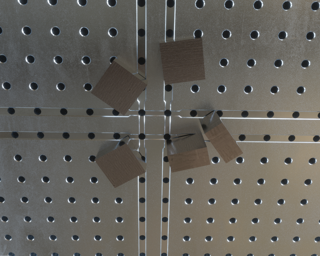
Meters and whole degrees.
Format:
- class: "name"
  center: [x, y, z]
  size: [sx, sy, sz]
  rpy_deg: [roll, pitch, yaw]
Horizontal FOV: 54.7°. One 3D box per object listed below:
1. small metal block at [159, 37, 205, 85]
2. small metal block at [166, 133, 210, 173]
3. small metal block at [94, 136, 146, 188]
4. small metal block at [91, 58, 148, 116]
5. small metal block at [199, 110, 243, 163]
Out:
- class: "small metal block"
  center: [0.027, -0.084, 0.383]
  size: [0.050, 0.025, 0.050]
  rpy_deg: [-7, 110, 2]
- class: "small metal block"
  center: [0.036, 0.032, 0.412]
  size: [0.050, 0.050, 0.025]
  rpy_deg: [-13, 110, 4]
- class: "small metal block"
  center: [-0.054, 0.047, 0.430]
  size: [0.050, 0.025, 0.050]
  rpy_deg: [-29, 108, 9]
- class: "small metal block"
  center: [-0.051, -0.053, 0.393]
  size: [0.050, 0.025, 0.050]
  rpy_deg: [35, 106, -13]
- class: "small metal block"
  center: [0.079, 0.010, 0.405]
  size: [0.025, 0.050, 0.050]
  rpy_deg: [-34, 107, 11]
